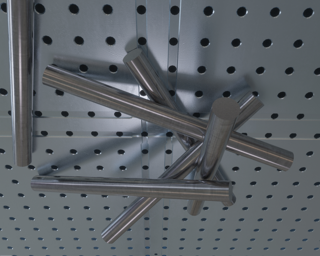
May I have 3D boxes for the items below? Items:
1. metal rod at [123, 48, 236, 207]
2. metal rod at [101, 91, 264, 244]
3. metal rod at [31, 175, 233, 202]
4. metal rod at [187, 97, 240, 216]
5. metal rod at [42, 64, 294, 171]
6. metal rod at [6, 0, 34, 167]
[{"bbox_3d":[0.042,0.019,0.427,0.025,0.025,0.300,-23,127,18],"label":"metal rod"},{"bbox_3d":[0.019,0.065,0.423,0.025,0.025,0.299,34,112,-25],"label":"metal rod"},{"bbox_3d":[-0.054,0.081,0.426,0.300,0.025,0.025,-2,132,23],"label":"metal rod"},{"bbox_3d":[0.059,0.060,0.403,0.025,0.025,0.299,0,149,0],"label":"metal rod"},{"bbox_3d":[0.011,-0.011,0.365,0.301,0.025,0.025,20,128,-2],"label":"metal rod"},{"bbox_3d":[-0.159,-0.063,0.356,0.025,0.025,0.298,12,129,-10],"label":"metal rod"}]
